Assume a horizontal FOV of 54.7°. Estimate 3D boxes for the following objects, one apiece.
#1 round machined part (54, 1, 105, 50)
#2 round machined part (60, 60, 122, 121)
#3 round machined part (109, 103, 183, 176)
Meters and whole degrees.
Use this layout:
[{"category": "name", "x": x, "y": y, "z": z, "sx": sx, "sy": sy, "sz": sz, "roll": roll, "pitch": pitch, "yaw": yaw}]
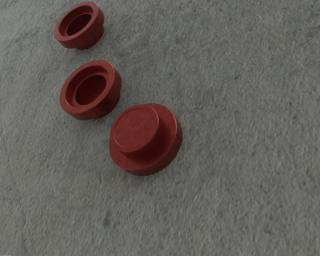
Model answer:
[{"category": "round machined part", "x": -0.145, "y": -0.186, "z": 0.581, "sx": 0.098, "sy": 0.042, "sz": 0.098, "roll": -13, "pitch": 56, "yaw": 20}, {"category": "round machined part", "x": -0.101, "y": -0.053, "z": 0.477, "sx": 0.098, "sy": 0.042, "sz": 0.098, "roll": -13, "pitch": 56, "yaw": 20}, {"category": "round machined part", "x": -0.024, "y": 0.009, "z": 0.399, "sx": 0.098, "sy": 0.042, "sz": 0.098, "roll": -13, "pitch": 56, "yaw": 20}]
